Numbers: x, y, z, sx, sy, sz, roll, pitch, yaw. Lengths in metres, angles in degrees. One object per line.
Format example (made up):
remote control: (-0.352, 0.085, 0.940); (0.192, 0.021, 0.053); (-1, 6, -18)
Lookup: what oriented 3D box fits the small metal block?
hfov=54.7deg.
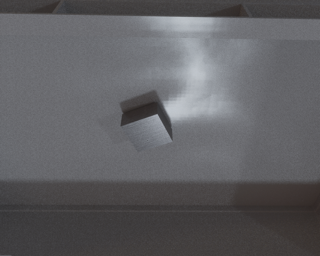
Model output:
small metal block: (-0.016, 0.000, 0.404); (0.050, 0.025, 0.050); (-18, 128, 14)
